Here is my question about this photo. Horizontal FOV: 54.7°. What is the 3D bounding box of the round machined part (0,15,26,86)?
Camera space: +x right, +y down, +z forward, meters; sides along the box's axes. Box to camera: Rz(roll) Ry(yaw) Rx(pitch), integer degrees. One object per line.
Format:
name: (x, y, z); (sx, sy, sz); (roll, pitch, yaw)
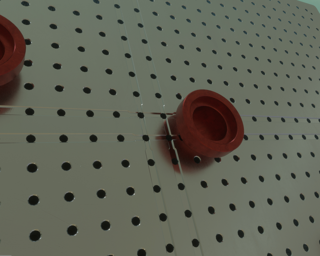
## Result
round machined part: (-0.202, -0.082, 0.339); (0.099, 0.042, 0.098); (14, 56, -21)

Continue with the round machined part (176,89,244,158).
round machined part: (0.065, -0.003, 0.436); (0.099, 0.042, 0.098); (14, 56, -21)
